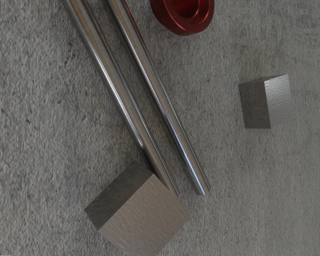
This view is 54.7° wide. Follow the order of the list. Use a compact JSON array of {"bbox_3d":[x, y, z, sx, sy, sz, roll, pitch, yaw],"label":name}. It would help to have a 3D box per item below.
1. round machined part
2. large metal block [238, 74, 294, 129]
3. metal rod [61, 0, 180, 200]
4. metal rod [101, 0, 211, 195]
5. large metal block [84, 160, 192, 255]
[{"bbox_3d":[0.025,-0.173,0.417,0.099,0.042,0.097,0,90,-40],"label":"round machined part"},{"bbox_3d":[0.190,-0.048,0.551,0.081,0.050,0.079,-20,103,-39],"label":"large metal block"},{"bbox_3d":[-0.044,-0.036,0.369,0.025,0.025,0.299,-39,114,-33],"label":"metal rod"},{"bbox_3d":[0.003,-0.034,0.408,0.025,0.025,0.299,-40,115,-33],"label":"metal rod"},{"bbox_3d":[-0.024,0.098,0.357,0.080,0.050,0.080,-45,118,-14],"label":"large metal block"}]
